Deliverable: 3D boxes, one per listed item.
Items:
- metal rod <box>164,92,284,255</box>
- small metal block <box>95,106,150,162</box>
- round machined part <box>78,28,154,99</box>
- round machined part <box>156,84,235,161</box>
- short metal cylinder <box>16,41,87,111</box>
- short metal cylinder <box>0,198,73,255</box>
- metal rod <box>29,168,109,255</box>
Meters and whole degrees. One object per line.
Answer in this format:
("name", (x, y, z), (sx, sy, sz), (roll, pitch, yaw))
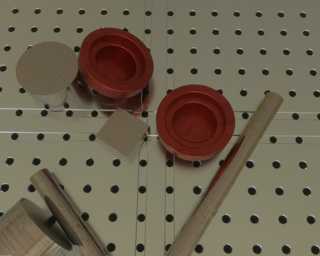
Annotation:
("metal rod", (0.074, 0.074, 0.384), (0.025, 0.025, 0.300), (33, 73, 11))
("small metal block", (-0.048, 0.008, 0.408), (0.050, 0.025, 0.050), (32, 73, 11))
("round machined part", (-0.062, -0.083, 0.420), (0.099, 0.042, 0.098), (10, 64, -21))
("round machined part", (0.044, -0.004, 0.404), (0.099, 0.042, 0.098), (0, 70, 0))
("short metal cylinder", (-0.145, -0.070, 0.423), (0.081, 0.050, 0.080), (0, 70, 0))
("short metal cylinder", (-0.142, 0.123, 0.337), (0.080, 0.080, 0.050), (42, 76, 14))
("metal rod", (-0.057, 0.168, 0.349), (0.025, 0.025, 0.300), (-37, 74, -12))
